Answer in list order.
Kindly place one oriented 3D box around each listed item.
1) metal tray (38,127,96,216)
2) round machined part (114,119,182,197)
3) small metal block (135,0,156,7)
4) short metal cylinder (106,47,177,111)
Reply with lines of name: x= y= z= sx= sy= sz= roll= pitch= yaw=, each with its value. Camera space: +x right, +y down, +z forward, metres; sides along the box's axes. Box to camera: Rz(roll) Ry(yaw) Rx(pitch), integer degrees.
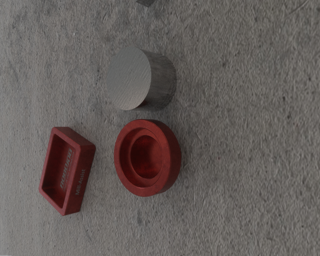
metal tray: x=-0.163 y=0.073 z=0.536 sx=0.090 sy=0.030 sz=0.129 roll=28 pitch=107 yaw=36
round machined part: x=-0.011 y=0.037 z=0.403 sx=0.098 sy=0.042 sz=0.097 roll=0 pitch=90 yaw=40
small metal block: x=-0.015 y=-0.202 z=0.418 sx=0.050 sy=0.025 sz=0.050 roll=-31 pitch=71 yaw=35
short metal cylinder: x=-0.025 y=-0.062 z=0.409 sx=0.080 sy=0.050 sz=0.080 roll=0 pitch=90 yaw=40
